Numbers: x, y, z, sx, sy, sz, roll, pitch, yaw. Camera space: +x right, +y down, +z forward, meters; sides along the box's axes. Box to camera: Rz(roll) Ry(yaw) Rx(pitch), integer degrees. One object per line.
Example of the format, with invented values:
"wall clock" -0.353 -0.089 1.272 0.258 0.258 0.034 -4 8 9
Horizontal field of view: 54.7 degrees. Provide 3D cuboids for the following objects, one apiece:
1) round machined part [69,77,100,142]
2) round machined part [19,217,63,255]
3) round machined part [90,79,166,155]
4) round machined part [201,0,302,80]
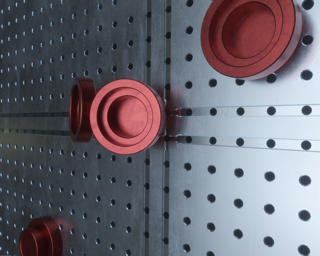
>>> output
"round machined part" -0.108 -0.027 0.469 0.098 0.042 0.097 173 98 -64
"round machined part" -0.230 0.220 0.584 0.098 0.042 0.097 0 90 39
"round machined part" -0.040 -0.015 0.414 0.098 0.042 0.097 1 92 16
"round machined part" 0.095 -0.098 0.319 0.098 0.042 0.097 0 90 39
